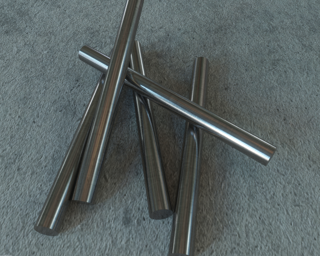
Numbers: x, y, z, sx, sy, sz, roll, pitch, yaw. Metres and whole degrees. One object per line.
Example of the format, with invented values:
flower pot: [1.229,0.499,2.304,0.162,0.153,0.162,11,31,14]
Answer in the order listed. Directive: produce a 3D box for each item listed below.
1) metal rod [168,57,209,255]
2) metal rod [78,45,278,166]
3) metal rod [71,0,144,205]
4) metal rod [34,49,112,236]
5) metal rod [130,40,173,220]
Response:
metal rod: [0.043,0.011,0.393,0.025,0.025,0.300,7,50,5]
metal rod: [0.006,-0.040,0.402,0.300,0.025,0.025,31,57,23]
metal rod: [-0.059,-0.055,0.394,0.025,0.025,0.299,8,67,6]
metal rod: [-0.092,-0.009,0.409,0.025,0.025,0.300,7,50,6]
metal rod: [-0.021,-0.022,0.421,0.025,0.025,0.300,-7,50,-6]
